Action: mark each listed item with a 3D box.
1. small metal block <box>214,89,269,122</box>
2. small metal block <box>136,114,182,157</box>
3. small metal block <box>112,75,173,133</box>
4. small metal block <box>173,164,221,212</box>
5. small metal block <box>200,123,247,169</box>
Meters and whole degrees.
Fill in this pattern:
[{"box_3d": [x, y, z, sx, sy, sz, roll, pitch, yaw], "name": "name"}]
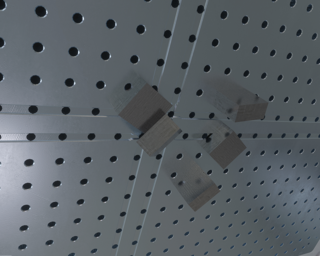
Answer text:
[{"box_3d": [0.113, -0.033, 0.436, 0.050, 0.050, 0.025, -7, 122, -25], "name": "small metal block"}, {"box_3d": [0.001, 0.011, 0.400, 0.050, 0.025, 0.050, -44, 172, 2], "name": "small metal block"}, {"box_3d": [-0.021, -0.027, 0.382, 0.050, 0.025, 0.050, -48, 129, 5], "name": "small metal block"}, {"box_3d": [0.056, 0.092, 0.482, 0.050, 0.050, 0.025, -39, 129, -2], "name": "small metal block"}, {"box_3d": [0.099, 0.029, 0.482, 0.050, 0.025, 0.050, -44, 129, 2], "name": "small metal block"}]
